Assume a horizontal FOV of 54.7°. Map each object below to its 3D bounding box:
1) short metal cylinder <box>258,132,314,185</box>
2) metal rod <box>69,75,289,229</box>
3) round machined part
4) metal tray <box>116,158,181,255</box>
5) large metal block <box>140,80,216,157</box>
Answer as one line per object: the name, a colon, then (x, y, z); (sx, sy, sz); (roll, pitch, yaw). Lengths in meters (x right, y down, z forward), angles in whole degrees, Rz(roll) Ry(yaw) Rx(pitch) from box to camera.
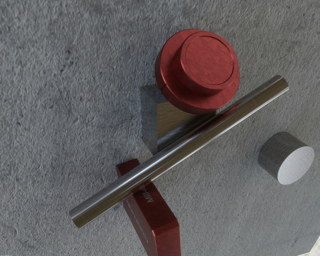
short metal cylinder: (0.223, 0.053, 0.548); (0.081, 0.050, 0.079); (-14, 125, -21)
metal rod: (0.029, 0.024, 0.374); (0.301, 0.025, 0.025); (-33, 129, -7)
round machined part: (0.047, -0.067, 0.346); (0.099, 0.042, 0.098); (5, 75, -18)
metal tray: (-0.017, 0.111, 0.400); (0.030, 0.130, 0.089); (-18, 126, -18)
large metal block: (0.023, -0.014, 0.396); (0.081, 0.050, 0.079); (-14, 124, -21)
